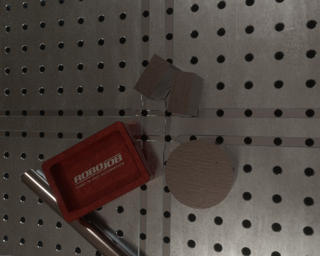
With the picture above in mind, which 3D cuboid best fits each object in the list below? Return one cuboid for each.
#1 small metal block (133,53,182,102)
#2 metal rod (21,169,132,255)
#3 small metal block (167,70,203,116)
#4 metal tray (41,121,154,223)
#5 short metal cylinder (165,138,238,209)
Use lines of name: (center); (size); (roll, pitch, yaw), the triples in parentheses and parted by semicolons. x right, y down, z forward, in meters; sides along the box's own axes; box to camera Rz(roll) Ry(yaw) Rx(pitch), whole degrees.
small metal block: (-0.002, -0.063, 0.399); (0.025, 0.050, 0.050); (36, 101, 16)
metal rod: (-0.088, 0.158, 0.442); (0.300, 0.025, 0.025); (35, 101, 16)
small metal block: (0.033, -0.042, 0.387); (0.025, 0.050, 0.050); (10, 94, 19)
metal tray: (-0.085, 0.059, 0.426); (0.130, 0.030, 0.090); (-29, 81, 6)
short metal cylinder: (0.052, 0.053, 0.380); (0.080, 0.050, 0.079); (0, 90, 19)
